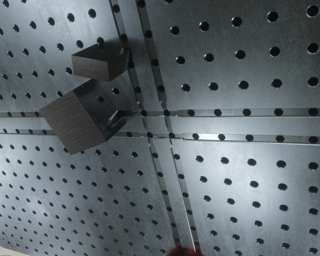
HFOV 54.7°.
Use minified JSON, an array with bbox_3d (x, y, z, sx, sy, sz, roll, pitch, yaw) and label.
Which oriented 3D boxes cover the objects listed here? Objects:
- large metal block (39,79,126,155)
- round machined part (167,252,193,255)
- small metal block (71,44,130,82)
[{"bbox_3d":[-0.111,-0.016,0.444,0.080,0.050,0.080,-20,108,36],"label":"large metal block"},{"bbox_3d":[0.044,0.270,0.544,0.098,0.042,0.097,13,124,21],"label":"round machined part"},{"bbox_3d":[-0.072,-0.082,0.382,0.050,0.050,0.025,14,124,20],"label":"small metal block"}]
